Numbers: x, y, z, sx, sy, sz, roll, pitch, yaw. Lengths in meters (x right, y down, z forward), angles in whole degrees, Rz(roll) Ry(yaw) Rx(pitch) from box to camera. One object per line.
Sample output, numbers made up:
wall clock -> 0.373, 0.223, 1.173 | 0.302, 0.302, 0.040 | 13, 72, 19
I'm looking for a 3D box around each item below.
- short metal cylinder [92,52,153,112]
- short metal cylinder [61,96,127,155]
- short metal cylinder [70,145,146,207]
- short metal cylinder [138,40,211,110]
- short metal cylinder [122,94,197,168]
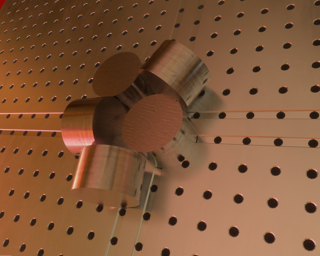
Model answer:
short metal cylinder -> -0.052, -0.065, 0.459 | 0.080, 0.050, 0.080 | -14, 56, 22
short metal cylinder -> -0.086, -0.001, 0.420 | 0.050, 0.080, 0.080 | -2, 61, 27
short metal cylinder -> -0.060, 0.059, 0.367 | 0.080, 0.080, 0.050 | -6, 60, 25
short metal cylinder -> 0.019, -0.068, 0.405 | 0.080, 0.080, 0.050 | 32, 79, 38
short metal cylinder -> 0.000, 0.004, 0.390 | 0.080, 0.050, 0.080 | -13, 57, 21
